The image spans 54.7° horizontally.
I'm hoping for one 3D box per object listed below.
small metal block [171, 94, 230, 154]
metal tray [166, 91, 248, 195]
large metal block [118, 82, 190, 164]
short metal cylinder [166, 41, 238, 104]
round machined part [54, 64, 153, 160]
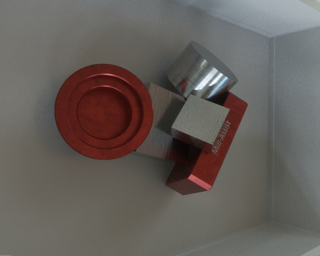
[{"bbox_3d":[0.048,-0.005,0.363,0.050,0.050,0.025,-60,162,-23],"label":"small metal block"},{"bbox_3d":[0.061,0.023,0.414,0.030,0.090,0.130,32,67,-7],"label":"metal tray"},{"bbox_3d":[-0.005,-0.003,0.387,0.080,0.050,0.080,19,78,-39],"label":"large metal block"},{"bbox_3d":[0.055,-0.069,0.409,0.080,0.080,0.050,21,121,-38],"label":"short metal cylinder"},{"bbox_3d":[-0.060,-0.015,0.330,0.099,0.042,0.097,2,85,-17],"label":"round machined part"}]
